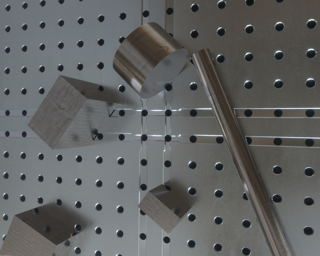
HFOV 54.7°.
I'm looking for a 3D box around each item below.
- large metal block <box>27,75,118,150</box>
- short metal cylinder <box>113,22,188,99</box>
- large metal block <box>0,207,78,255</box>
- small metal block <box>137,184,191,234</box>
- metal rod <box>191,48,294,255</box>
[{"bbox_3d":[-0.116,-0.019,0.423,0.050,0.080,0.080,40,103,15],"label":"large metal block"},{"bbox_3d":[-0.011,-0.083,0.387,0.050,0.080,0.080,46,104,14],"label":"short metal cylinder"},{"bbox_3d":[-0.183,0.178,0.462,0.080,0.050,0.080,27,99,17],"label":"large metal block"},{"bbox_3d":[0.007,0.102,0.396,0.050,0.050,0.025,39,102,15],"label":"small metal block"},{"bbox_3d":[0.103,0.044,0.375,0.025,0.025,0.299,-23,83,18],"label":"metal rod"}]
